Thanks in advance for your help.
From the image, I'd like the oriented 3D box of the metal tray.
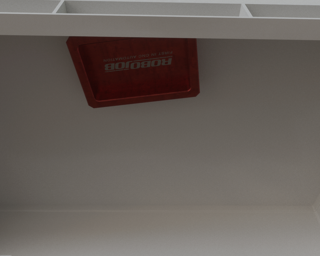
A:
[{"bbox_3d":[-0.025,-0.072,0.343,0.131,0.030,0.089,-6,130,4],"label":"metal tray"}]
